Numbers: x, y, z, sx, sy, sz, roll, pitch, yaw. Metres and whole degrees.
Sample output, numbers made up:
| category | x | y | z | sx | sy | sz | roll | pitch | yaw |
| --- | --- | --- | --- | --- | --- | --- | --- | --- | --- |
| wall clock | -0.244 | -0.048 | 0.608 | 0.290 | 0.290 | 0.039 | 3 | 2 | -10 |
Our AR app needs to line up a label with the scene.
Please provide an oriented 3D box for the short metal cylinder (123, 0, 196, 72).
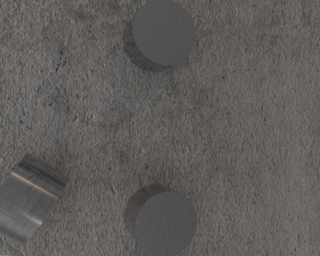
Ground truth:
| category | x | y | z | sx | sy | sz | roll | pitch | yaw |
| --- | --- | --- | --- | --- | --- | --- | --- | --- | --- |
| short metal cylinder | -0.002 | -0.115 | 0.395 | 0.081 | 0.050 | 0.080 | 0 | 90 | -20 |

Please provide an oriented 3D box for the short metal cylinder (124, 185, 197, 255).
| category | x | y | z | sx | sy | sz | roll | pitch | yaw |
| --- | --- | --- | --- | --- | --- | --- | --- | --- | --- |
| short metal cylinder | 0.000 | 0.116 | 0.396 | 0.081 | 0.050 | 0.080 | 0 | 90 | -20 |

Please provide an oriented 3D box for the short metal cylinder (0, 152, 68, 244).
| category | x | y | z | sx | sy | sz | roll | pitch | yaw |
| --- | --- | --- | --- | --- | --- | --- | --- | --- | --- |
| short metal cylinder | -0.143 | 0.073 | 0.327 | 0.050 | 0.080 | 0.080 | 37 | 78 | -17 |
